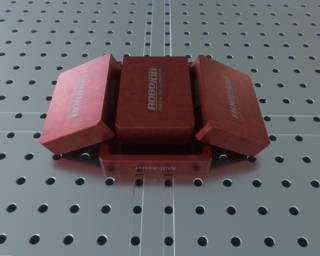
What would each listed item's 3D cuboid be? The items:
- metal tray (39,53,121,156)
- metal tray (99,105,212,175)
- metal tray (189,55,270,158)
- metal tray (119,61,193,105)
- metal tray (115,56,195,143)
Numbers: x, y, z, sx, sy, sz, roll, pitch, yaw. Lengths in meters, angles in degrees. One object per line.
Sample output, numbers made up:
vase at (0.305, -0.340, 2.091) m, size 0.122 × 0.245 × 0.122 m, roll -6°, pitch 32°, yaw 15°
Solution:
metal tray at (-0.100, -0.034, 0.408) m, size 0.090 × 0.030 × 0.130 m, roll -17°, pitch 47°, yaw 19°
metal tray at (-0.005, 0.013, 0.394) m, size 0.131 × 0.030 × 0.090 m, roll 0°, pitch 50°, yaw 0°
metal tray at (0.087, -0.032, 0.407) m, size 0.091 × 0.030 × 0.130 m, roll 18°, pitch 47°, yaw -21°
metal tray at (-0.006, -0.057, 0.452) m, size 0.131 × 0.030 × 0.090 m, roll 0°, pitch 50°, yaw 0°
metal tray at (-0.006, -0.041, 0.399) m, size 0.091 × 0.030 × 0.130 m, roll 0°, pitch 50°, yaw -1°
